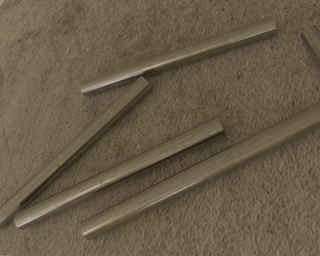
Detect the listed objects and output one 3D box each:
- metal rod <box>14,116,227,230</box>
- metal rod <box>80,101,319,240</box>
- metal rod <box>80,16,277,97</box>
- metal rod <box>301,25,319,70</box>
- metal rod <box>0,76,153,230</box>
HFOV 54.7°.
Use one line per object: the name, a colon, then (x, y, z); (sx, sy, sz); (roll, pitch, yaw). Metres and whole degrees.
metal rod: (-0.059, 0.062, 0.396); (0.300, 0.025, 0.025); (-26, 53, 11)
metal rod: (0.042, 0.053, 0.348); (0.300, 0.025, 0.025); (-28, 52, 10)
metal rod: (0.013, -0.099, 0.457); (0.301, 0.025, 0.025); (-15, 56, 19)
metal rod: (0.204, 0.006, 0.292); (0.025, 0.025, 0.299); (-21, 54, 16)
metal rod: (-0.129, 0.035, 0.449); (0.300, 0.025, 0.025); (-43, 51, -2)
